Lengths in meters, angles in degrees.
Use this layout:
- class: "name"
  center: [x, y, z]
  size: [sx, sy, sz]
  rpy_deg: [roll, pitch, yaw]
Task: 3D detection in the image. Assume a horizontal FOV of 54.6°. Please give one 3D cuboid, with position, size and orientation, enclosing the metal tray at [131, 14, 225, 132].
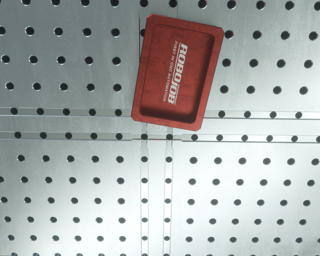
- class: "metal tray"
  center: [0.019, -0.067, 0.386]
  size: [0.090, 0.030, 0.129]
  rpy_deg: [10, 110, -4]
